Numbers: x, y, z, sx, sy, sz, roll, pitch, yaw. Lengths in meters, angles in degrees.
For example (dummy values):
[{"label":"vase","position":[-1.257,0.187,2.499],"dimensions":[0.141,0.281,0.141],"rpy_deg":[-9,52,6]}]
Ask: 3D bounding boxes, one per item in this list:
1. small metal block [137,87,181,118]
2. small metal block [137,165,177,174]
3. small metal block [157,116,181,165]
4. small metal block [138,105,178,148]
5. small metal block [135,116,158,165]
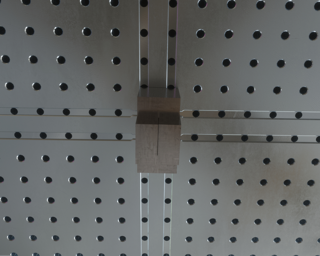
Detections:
[{"label":"small metal block","position":[-0.002,-0.033,0.387],"dimensions":[0.050,0.050,0.025],"rpy_deg":[2,110,-1]},{"label":"small metal block","position":[-0.003,0.037,0.413],"dimensions":[0.050,0.050,0.025],"rpy_deg":[2,110,-1]},{"label":"small metal block","position":[0.011,0.011,0.377],"dimensions":[0.025,0.050,0.050],"rpy_deg":[2,110,0]},{"label":"small metal block","position":[-0.003,-0.002,0.412],"dimensions":[0.050,0.025,0.050],"rpy_deg":[2,110,0]},{"label":"small metal block","position":[-0.015,0.010,0.377],"dimensions":[0.025,0.050,0.050],"rpy_deg":[2,110,-1]}]
